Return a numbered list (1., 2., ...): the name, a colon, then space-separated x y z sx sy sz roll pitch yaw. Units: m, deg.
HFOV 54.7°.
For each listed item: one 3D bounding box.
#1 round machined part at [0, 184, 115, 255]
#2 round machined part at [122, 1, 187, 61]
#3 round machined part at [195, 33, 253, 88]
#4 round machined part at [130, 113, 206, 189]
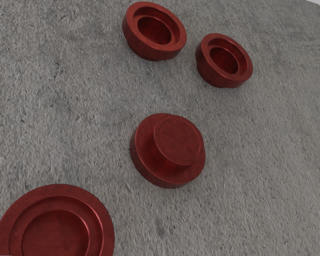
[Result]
1. round machined part: -0.094 0.104 0.279 0.099 0.042 0.098 14 56 -21
2. round machined part: -0.012 -0.142 0.473 0.099 0.042 0.098 14 56 -21
3. round machined part: 0.100 -0.105 0.511 0.099 0.042 0.098 14 56 -21
4. round machined part: 0.016 0.023 0.387 0.099 0.042 0.098 14 56 -21
